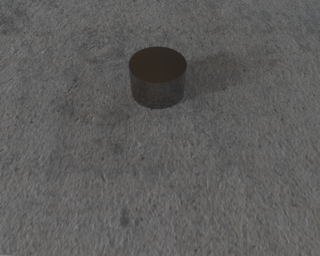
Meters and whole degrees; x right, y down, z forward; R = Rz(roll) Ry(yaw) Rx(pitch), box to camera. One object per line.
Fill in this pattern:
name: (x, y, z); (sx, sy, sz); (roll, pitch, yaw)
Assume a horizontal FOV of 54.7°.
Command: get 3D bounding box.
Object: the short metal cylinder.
short metal cylinder: (-0.003, -0.073, 0.449); (0.081, 0.050, 0.080); (0, 50, 0)
